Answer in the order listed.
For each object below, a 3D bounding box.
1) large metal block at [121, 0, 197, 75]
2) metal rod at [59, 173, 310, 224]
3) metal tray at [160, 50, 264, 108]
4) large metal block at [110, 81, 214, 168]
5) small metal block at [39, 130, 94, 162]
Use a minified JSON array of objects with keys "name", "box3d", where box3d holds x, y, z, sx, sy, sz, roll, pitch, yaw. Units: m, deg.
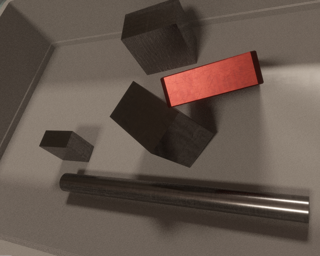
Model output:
[{"name":"large metal block","box3d":[0.002,-0.128,0.447,0.080,0.080,0.050,-9,58,23]},{"name":"metal rod","box3d":[0.005,0.075,0.356,0.300,0.025,0.025,0,62,28]},{"name":"metal tray","box3d":[0.062,-0.053,0.342,0.090,0.130,0.030,-14,95,17]},{"name":"large metal block","box3d":[0.003,-0.003,0.364,0.080,0.080,0.050,38,97,38]},{"name":"small metal block","box3d":[-0.132,0.026,0.441,0.050,0.050,0.025,1,62,28]}]
